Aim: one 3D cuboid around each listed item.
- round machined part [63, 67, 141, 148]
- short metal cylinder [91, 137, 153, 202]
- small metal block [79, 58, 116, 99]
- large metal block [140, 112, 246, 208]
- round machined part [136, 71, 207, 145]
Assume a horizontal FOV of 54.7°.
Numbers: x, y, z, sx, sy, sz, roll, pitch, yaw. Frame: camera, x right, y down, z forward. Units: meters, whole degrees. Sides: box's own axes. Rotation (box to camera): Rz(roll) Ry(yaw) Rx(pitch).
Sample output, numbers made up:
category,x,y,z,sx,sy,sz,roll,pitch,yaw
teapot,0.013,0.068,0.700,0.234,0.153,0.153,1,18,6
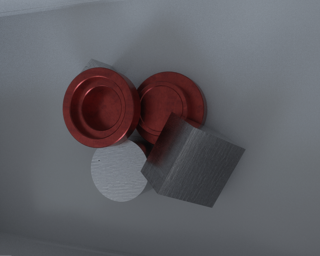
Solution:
category,x,y,z,sx,sy,sz,roll,pitch,yaw
round machined part,-0.069,-0.025,0.392,0.098,0.042,0.097,0,90,19
short metal cylinder,-0.043,0.052,0.409,0.080,0.050,0.079,0,90,19
small metal block,-0.087,-0.063,0.424,0.025,0.050,0.050,46,104,14
large metal block,0.037,0.038,0.359,0.080,0.080,0.050,-63,32,9
round machined part,0.008,-0.024,0.394,0.098,0.042,0.097,0,90,19
